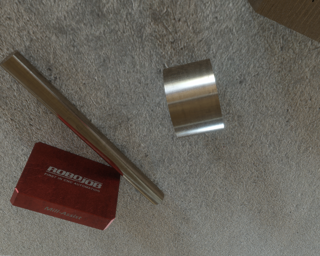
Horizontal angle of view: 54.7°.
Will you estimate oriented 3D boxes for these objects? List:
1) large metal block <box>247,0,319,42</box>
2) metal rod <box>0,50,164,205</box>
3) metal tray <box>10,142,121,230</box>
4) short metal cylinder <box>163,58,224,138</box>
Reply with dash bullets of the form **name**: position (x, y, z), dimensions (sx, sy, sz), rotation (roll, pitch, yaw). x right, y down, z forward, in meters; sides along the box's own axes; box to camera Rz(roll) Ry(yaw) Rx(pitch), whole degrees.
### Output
- **large metal block**: position (0.137, -0.134, 0.278), dimensions (0.081, 0.050, 0.079), rotation (18, 128, -15)
- **metal rod**: position (-0.085, 0.018, 0.421), dimensions (0.025, 0.025, 0.300), rotation (-26, 126, 20)
- **metal tray**: position (-0.124, 0.080, 0.431), dimensions (0.131, 0.090, 0.030), rotation (23, 126, -19)
- **short metal cylinder**: position (0.038, -0.032, 0.344), dimensions (0.050, 0.080, 0.080), rotation (-12, 129, 9)
